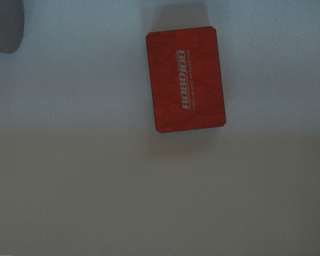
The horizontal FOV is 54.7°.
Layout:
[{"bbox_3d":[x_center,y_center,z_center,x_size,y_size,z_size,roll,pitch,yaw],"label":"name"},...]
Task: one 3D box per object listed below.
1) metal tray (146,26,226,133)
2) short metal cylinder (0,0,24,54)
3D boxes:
[{"bbox_3d":[0.033,-0.062,0.409,0.091,0.030,0.129,-6,90,-1],"label":"metal tray"},{"bbox_3d":[-0.210,-0.135,0.381,0.050,0.080,0.079,7,90,-1],"label":"short metal cylinder"}]
